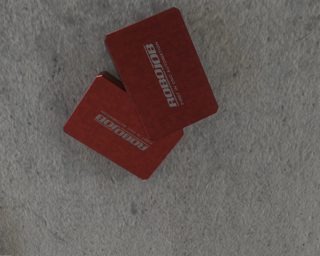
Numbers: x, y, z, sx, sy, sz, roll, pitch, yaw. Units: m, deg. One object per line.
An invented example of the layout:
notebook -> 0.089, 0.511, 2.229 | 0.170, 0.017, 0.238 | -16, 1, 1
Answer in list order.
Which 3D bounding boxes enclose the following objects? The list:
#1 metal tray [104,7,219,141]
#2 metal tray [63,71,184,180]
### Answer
metal tray -> 0.002, -0.061, 0.364 | 0.090, 0.030, 0.129 | -25, 100, -6
metal tray -> -0.046, -0.001, 0.406 | 0.130, 0.030, 0.090 | 34, 106, -12
